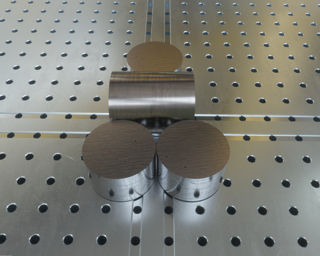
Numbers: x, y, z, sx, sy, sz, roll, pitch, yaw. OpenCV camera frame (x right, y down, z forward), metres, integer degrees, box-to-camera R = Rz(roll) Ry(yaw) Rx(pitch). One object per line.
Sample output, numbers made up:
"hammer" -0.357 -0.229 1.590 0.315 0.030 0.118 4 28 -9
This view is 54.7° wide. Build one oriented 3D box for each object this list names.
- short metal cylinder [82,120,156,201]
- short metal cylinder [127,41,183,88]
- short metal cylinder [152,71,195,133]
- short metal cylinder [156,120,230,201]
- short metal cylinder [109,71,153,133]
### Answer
"short metal cylinder" -0.045 0.037 0.358 0.081 0.050 0.080 0 50 0
"short metal cylinder" -0.007 -0.085 0.462 0.081 0.050 0.080 0 50 0
"short metal cylinder" 0.016 -0.033 0.400 0.050 0.080 0.080 0 50 0
"short metal cylinder" 0.036 0.037 0.359 0.081 0.050 0.080 0 50 0
"short metal cylinder" -0.035 -0.033 0.400 0.050 0.080 0.080 0 50 0
